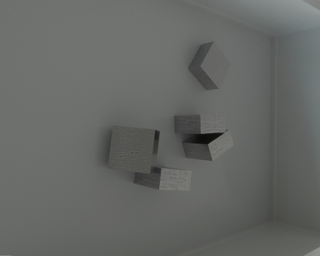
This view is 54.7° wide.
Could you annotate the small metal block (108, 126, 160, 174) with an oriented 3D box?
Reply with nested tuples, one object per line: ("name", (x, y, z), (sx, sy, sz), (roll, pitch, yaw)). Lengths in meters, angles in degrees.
("small metal block", (-0.030, 0.025, 0.362), (0.025, 0.050, 0.050), (29, 66, -77))

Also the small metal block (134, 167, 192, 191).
("small metal block", (0.003, 0.063, 0.393), (0.050, 0.050, 0.025), (11, 83, -40))

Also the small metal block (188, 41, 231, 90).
("small metal block", (0.076, -0.093, 0.470), (0.050, 0.025, 0.050), (43, 64, -32))

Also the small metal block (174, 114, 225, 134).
("small metal block", (0.056, -0.006, 0.437), (0.050, 0.050, 0.025), (-3, 92, -40))

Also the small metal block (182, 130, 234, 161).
("small metal block", (0.069, 0.023, 0.448), (0.050, 0.050, 0.025), (-29, 108, -36))
